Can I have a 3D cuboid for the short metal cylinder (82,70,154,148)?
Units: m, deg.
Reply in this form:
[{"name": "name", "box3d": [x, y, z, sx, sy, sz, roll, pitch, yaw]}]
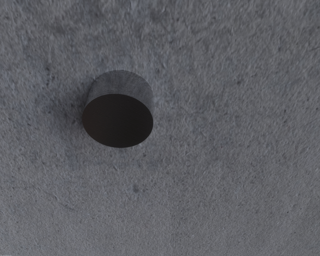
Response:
[{"name": "short metal cylinder", "box3d": [-0.048, -0.022, 0.371, 0.081, 0.050, 0.079, 0, 130, 0]}]
